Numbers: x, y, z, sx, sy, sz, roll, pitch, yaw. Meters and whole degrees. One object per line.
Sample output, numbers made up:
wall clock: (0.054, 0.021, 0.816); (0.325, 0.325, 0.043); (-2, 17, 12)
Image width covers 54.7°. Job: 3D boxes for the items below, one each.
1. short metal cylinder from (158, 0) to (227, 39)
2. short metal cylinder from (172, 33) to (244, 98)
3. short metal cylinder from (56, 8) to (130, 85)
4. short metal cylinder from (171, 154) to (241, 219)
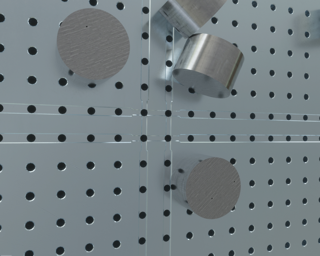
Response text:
short metal cylinder: (0.043, -0.162, 0.399); (0.050, 0.080, 0.080); (43, 77, -15)
short metal cylinder: (0.063, -0.079, 0.406); (0.080, 0.080, 0.050); (26, 82, -18)
short metal cylinder: (-0.081, -0.094, 0.369); (0.081, 0.050, 0.079); (0, 90, -20)
short metal cylinder: (0.061, 0.077, 0.422); (0.081, 0.050, 0.079); (0, 90, -20)
